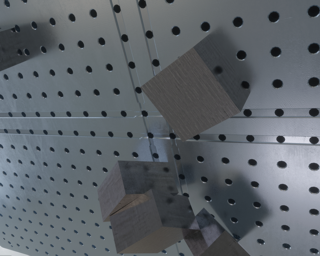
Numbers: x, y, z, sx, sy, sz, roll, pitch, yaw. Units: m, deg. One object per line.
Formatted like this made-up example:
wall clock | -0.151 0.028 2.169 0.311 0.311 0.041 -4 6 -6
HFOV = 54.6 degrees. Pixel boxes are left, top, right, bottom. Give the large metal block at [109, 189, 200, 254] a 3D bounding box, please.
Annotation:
large metal block | -0.007 0.129 0.420 0.080 0.050 0.080 -38 142 24

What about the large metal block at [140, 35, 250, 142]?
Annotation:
large metal block | 0.040 -0.043 0.348 0.080 0.050 0.080 -31 101 38

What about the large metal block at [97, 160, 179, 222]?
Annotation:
large metal block | -0.034 0.090 0.442 0.080 0.081 0.050 -53 44 39

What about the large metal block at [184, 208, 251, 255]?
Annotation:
large metal block | 0.081 0.167 0.423 0.050 0.080 0.080 -45 102 -4

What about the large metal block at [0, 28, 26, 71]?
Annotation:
large metal block | -0.261 -0.109 0.447 0.080 0.080 0.050 6 121 25
